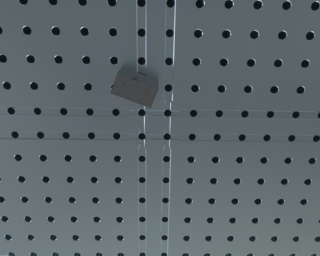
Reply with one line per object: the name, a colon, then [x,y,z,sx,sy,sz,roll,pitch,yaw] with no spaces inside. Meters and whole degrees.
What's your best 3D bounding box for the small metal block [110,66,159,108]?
small metal block: [-0.030,-0.051,0.381,0.050,0.050,0.025,20,109,-8]
